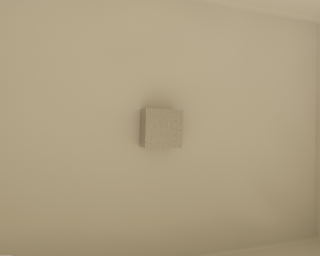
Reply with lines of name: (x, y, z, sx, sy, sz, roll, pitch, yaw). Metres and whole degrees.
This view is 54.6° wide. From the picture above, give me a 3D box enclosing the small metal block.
small metal block: (0.002, 0.000, 0.407, 0.050, 0.025, 0.050, 2, 90, -20)
